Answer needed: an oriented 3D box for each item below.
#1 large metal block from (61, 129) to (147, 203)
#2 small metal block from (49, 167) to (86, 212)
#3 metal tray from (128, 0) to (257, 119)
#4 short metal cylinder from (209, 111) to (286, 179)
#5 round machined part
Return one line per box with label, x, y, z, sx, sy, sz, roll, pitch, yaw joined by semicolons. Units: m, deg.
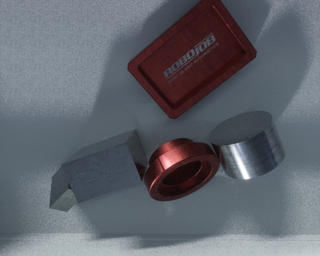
large metal block;-0.065;0.045;0.393;0.080;0.080;0.050;-19;99;6
small metal block;-0.123;0.076;0.416;0.025;0.050;0.050;25;125;-34
metal tray;0.037;-0.084;0.378;0.130;0.030;0.090;-38;106;12
short metal cylinder;0.109;0.020;0.391;0.080;0.080;0.050;-25;109;8
round machined part;0.024;0.050;0.405;0.099;0.042;0.097;-18;143;-14
